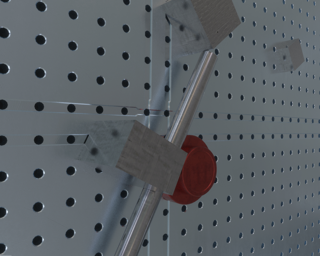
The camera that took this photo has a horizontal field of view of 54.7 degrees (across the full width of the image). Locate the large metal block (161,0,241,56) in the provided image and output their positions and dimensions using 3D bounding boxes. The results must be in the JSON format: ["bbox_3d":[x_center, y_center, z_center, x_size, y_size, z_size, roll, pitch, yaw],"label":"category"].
[{"bbox_3d":[0.061,-0.163,0.444,0.080,0.050,0.080,-46,118,-30],"label":"large metal block"}]

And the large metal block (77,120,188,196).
[{"bbox_3d":[-0.031,0.032,0.348,0.080,0.080,0.050,34,69,-35],"label":"large metal block"}]

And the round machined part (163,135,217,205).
[{"bbox_3d":[0.042,0.058,0.433,0.099,0.042,0.097,-1,91,-40],"label":"round machined part"}]

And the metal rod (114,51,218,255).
[{"bbox_3d":[0.012,0.030,0.393,0.025,0.025,0.300,36,69,-34],"label":"metal rod"}]

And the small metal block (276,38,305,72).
[{"bbox_3d":[0.267,-0.148,0.633,0.050,0.025,0.050,-38,114,-33],"label":"small metal block"}]
